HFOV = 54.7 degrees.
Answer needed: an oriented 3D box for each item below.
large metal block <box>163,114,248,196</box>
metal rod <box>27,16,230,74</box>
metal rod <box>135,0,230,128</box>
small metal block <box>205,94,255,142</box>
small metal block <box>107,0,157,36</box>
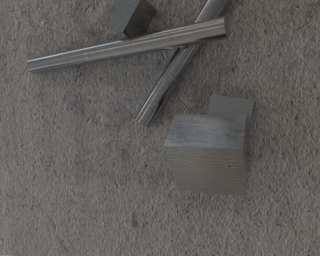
[{"bbox_3d":[0.057,0.030,0.354,0.080,0.050,0.080,1,135,20],"label":"large metal block"},{"bbox_3d":[-0.060,-0.104,0.413,0.300,0.025,0.025,-4,89,26],"label":"metal rod"},{"bbox_3d":[0.055,-0.131,0.389,0.025,0.025,0.299,36,101,16],"label":"metal rod"},{"bbox_3d":[0.086,-0.012,0.379,0.050,0.025,0.050,11,94,19],"label":"small metal block"},{"bbox_3d":[-0.035,-0.146,0.408,0.025,0.050,0.050,34,101,16],"label":"small metal block"}]
